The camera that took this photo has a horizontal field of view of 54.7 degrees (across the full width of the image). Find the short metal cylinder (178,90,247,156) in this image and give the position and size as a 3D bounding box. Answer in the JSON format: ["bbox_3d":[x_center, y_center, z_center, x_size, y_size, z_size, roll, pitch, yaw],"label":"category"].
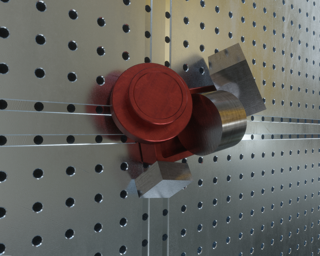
[{"bbox_3d":[0.065,-0.008,0.407,0.050,0.080,0.079,-12,98,-40],"label":"short metal cylinder"}]

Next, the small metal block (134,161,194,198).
[{"bbox_3d":[0.005,0.066,0.390,0.050,0.050,0.025,10,50,-39],"label":"small metal block"}]

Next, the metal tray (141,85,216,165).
[{"bbox_3d":[0.031,-0.007,0.429,0.131,0.030,0.089,-15,100,-39],"label":"metal tray"}]

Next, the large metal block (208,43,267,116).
[{"bbox_3d":[0.111,-0.068,0.456,0.080,0.050,0.080,59,20,-24],"label":"large metal block"}]

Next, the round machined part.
[{"bbox_3d":[-0.007,-0.032,0.363,0.099,0.042,0.098,4,75,-15],"label":"round machined part"}]
